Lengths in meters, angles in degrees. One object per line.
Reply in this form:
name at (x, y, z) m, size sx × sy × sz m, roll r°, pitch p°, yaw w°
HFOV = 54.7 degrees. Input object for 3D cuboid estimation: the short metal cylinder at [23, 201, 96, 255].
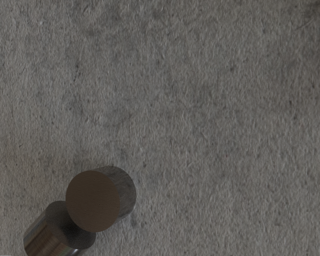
short metal cylinder at (-0.136, 0.148, 0.426) m, size 0.080 × 0.080 × 0.050 m, roll 46°, pitch 104°, yaw 14°

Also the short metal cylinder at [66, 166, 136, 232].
short metal cylinder at (-0.079, 0.094, 0.422) m, size 0.080 × 0.050 × 0.079 m, roll 0°, pitch 90°, yaw 19°
